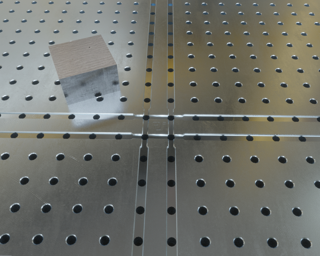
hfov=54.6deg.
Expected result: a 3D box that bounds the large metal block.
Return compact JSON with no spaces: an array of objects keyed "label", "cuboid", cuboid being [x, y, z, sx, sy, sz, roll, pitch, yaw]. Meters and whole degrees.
[{"label":"large metal block","cuboid":[-0.113,-0.089,0.466,0.081,0.050,0.080,-18,52,-15]}]
